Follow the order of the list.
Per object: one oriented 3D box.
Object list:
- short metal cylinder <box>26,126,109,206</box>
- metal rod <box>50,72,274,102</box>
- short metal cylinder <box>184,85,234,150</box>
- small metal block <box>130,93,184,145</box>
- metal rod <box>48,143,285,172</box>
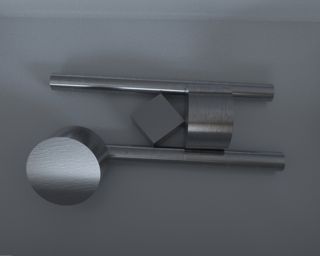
[{"bbox_3d":[-0.104,0.042,0.360,0.081,0.050,0.079,0,104,1],"label":"short metal cylinder"},{"bbox_3d":[0.003,-0.056,0.428,0.302,0.025,0.025,3,70,0],"label":"metal rod"},{"bbox_3d":[0.057,-0.014,0.385,0.050,0.080,0.080,2,70,0],"label":"short metal cylinder"},{"bbox_3d":[-0.003,-0.009,0.411,0.050,0.025,0.050,-36,74,-13],"label":"small metal block"},{"bbox_3d":[0.004,0.035,0.395,0.302,0.025,0.025,3,70,0],"label":"metal rod"}]
